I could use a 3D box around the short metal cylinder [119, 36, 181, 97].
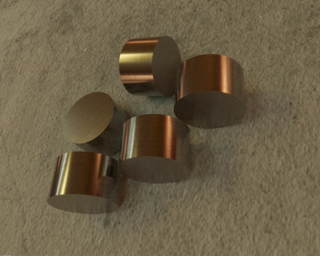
[{"bbox_3d":[-0.011,-0.084,0.424,0.050,0.080,0.080,5,64,30],"label":"short metal cylinder"}]

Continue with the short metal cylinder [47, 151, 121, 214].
[{"bbox_3d":[-0.088,0.068,0.372,0.080,0.080,0.050,-12,57,21],"label":"short metal cylinder"}]

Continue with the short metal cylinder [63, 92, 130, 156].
[{"bbox_3d":[-0.086,-0.003,0.433,0.080,0.050,0.080,-13,56,20],"label":"short metal cylinder"}]

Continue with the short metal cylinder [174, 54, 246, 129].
[{"bbox_3d":[0.058,-0.040,0.362,0.080,0.080,0.050,-8,58,23],"label":"short metal cylinder"}]

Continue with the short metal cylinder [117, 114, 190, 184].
[{"bbox_3d":[-0.006,0.026,0.354,0.080,0.080,0.050,-10,58,22],"label":"short metal cylinder"}]
